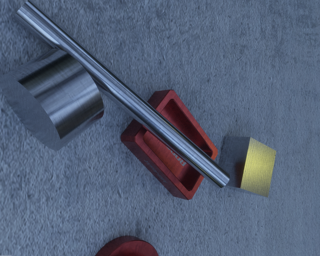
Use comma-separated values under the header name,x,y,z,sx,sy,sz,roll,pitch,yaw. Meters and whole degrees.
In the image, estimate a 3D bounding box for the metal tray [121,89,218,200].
name,x,y,z,sx,sy,sz,roll,pitch,yaw
metal tray,0.019,0.024,0.419,0.130,0.030,0.090,50,60,-28

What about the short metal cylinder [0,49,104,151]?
name,x,y,z,sx,sy,sz,roll,pitch,yaw
short metal cylinder,-0.099,-0.026,0.287,0.050,0.080,0.080,-42,116,-32

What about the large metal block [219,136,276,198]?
name,x,y,z,sx,sy,sz,roll,pitch,yaw
large metal block,0.142,0.064,0.511,0.080,0.050,0.080,24,75,-38

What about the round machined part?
name,x,y,z,sx,sy,sz,roll,pitch,yaw
round machined part,-0.035,0.183,0.366,0.099,0.042,0.097,0,90,-40

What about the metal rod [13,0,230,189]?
name,x,y,z,sx,sy,sz,roll,pitch,yaw
metal rod,-0.025,-0.022,0.350,0.300,0.025,0.025,40,65,-21
